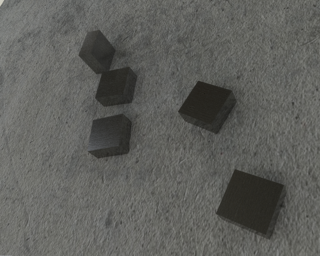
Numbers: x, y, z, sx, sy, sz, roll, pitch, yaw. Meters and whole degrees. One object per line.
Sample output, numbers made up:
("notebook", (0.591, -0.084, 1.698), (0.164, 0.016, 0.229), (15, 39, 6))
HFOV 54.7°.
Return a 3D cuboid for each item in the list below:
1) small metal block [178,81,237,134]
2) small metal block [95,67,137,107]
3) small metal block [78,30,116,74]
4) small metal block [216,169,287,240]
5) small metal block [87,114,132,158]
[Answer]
("small metal block", (0.060, -0.027, 0.389), (0.050, 0.025, 0.050), (24, 75, 36))
("small metal block", (-0.067, -0.063, 0.478), (0.050, 0.025, 0.050), (-6, 59, 25))
("small metal block", (-0.104, -0.127, 0.521), (0.025, 0.050, 0.050), (-2, 61, 27))
("small metal block", (0.092, 0.075, 0.309), (0.050, 0.025, 0.050), (16, 70, 34))
("small metal block", (-0.070, 0.012, 0.433), (0.050, 0.025, 0.050), (-10, 57, 22))
